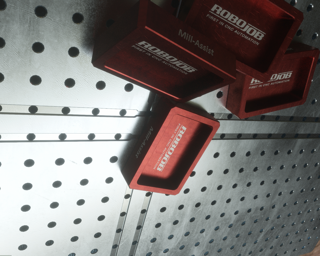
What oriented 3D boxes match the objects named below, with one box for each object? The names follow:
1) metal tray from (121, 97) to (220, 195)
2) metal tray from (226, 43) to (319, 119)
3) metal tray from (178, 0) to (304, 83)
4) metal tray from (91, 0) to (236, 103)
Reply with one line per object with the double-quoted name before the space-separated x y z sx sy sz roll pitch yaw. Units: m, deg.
"metal tray" 0.015 0.030 0.433 0.091 0.030 0.129 17 109 -35
"metal tray" 0.165 -0.069 0.453 0.131 0.030 0.089 -13 124 -22
"metal tray" 0.091 -0.119 0.359 0.131 0.030 0.090 21 104 -22
"metal tray" 0.006 -0.071 0.330 0.131 0.090 0.030 19 65 -36
